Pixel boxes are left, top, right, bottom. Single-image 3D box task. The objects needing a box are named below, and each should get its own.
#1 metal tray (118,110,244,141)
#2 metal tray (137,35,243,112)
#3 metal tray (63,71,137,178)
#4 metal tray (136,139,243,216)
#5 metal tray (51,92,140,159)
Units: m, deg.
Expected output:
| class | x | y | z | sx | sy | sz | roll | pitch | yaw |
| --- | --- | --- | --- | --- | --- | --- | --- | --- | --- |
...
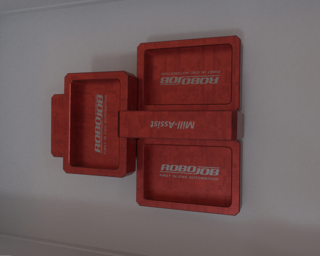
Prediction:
| class | x | y | z | sx | sy | sz | roll | pitch | yaw |
| --- | --- | --- | --- | --- | --- | --- | --- | --- | --- |
| metal tray | 0.028 | -0.004 | 0.363 | 0.130 | 0.090 | 0.030 | 1 | 91 | 19 |
| metal tray | 0.036 | -0.064 | 0.393 | 0.130 | 0.030 | 0.089 | 1 | 90 | 19 |
| metal tray | -0.078 | -0.005 | 0.399 | 0.090 | 0.030 | 0.129 | 1 | 90 | 19 |
| metal tray | 0.036 | 0.057 | 0.393 | 0.130 | 0.030 | 0.089 | 1 | 90 | 19 |
| metal tray | -0.090 | -0.003 | 0.435 | 0.130 | 0.030 | 0.089 | 0 | 90 | 19 |
